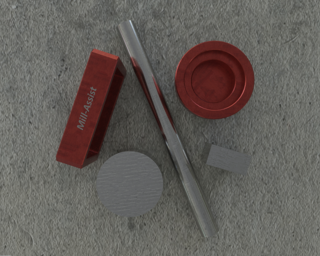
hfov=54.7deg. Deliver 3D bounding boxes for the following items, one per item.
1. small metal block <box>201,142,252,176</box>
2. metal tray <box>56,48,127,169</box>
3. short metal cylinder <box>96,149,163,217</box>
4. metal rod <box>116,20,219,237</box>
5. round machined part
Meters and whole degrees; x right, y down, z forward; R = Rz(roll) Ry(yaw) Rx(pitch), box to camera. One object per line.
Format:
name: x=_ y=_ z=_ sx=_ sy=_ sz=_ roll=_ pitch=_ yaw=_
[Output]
small metal block: x=0.083 y=0.038 z=0.397 sx=0.050 sy=0.050 sz=0.025 roll=17 pitch=90 yaw=-1
metal tray: x=-0.079 y=-0.021 z=0.378 sx=0.030 sy=0.090 sz=0.129 roll=19 pitch=90 yaw=0
short metal cylinder: x=-0.037 y=0.068 z=0.398 sx=0.081 sy=0.050 sz=0.079 roll=0 pitch=90 yaw=-1
metal rod: x=0.010 y=0.001 z=0.412 sx=0.025 sy=0.025 sz=0.299 roll=-22 pitch=90 yaw=0
round machined part: x=0.068 y=-0.060 z=0.403 sx=0.099 sy=0.042 sz=0.097 roll=0 pitch=90 yaw=-1
